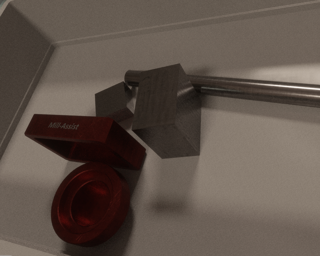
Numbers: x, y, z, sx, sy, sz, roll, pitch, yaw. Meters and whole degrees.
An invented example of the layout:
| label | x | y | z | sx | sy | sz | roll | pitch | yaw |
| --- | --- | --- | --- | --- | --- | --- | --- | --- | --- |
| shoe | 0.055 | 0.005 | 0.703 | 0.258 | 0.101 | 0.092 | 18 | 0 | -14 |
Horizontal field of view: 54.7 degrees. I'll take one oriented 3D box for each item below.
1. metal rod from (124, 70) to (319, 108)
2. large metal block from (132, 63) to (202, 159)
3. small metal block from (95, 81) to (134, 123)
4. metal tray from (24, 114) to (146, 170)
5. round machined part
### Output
| label | x | y | z | sx | sy | sz | roll | pitch | yaw |
| --- | --- | --- | --- | --- | --- | --- | --- | --- | --- |
| metal rod | 0.079 | -0.052 | 0.395 | 0.300 | 0.025 | 0.025 | 11 | 67 | 32 |
| large metal block | 0.013 | -0.017 | 0.373 | 0.050 | 0.080 | 0.080 | -8 | 58 | 24 |
| small metal block | -0.068 | -0.035 | 0.461 | 0.050 | 0.025 | 0.050 | -22 | 54 | 15 |
| metal tray | -0.095 | 0.018 | 0.400 | 0.130 | 0.090 | 0.030 | 3 | 64 | 29 |
| round machined part | -0.079 | 0.094 | 0.377 | 0.098 | 0.042 | 0.098 | -13 | 56 | 20 |
